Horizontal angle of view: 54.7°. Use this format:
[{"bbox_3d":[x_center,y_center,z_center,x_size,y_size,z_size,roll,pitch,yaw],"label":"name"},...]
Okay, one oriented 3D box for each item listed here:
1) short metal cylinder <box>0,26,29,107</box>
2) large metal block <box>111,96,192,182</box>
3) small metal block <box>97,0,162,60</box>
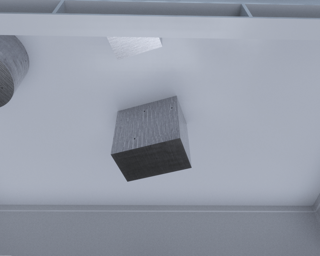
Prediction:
[{"bbox_3d":[-0.190,-0.067,0.333,0.081,0.050,0.079,0,130,0],"label":"short metal cylinder"},{"bbox_3d":[-0.009,0.012,0.383,0.080,0.080,0.050,-14,129,11],"label":"large metal block"},{"bbox_3d":[-0.029,-0.104,0.320,0.050,0.025,0.050,-14,129,11],"label":"small metal block"}]
